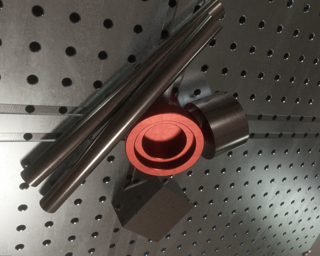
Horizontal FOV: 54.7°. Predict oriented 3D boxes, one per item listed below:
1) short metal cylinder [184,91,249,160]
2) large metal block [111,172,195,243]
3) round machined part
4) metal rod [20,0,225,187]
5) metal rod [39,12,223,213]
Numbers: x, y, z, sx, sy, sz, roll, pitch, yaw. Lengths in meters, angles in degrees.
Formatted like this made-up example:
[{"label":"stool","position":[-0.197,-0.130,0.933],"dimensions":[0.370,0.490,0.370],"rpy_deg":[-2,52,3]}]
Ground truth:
[{"label":"short metal cylinder","position":[0.073,-0.004,0.415],"dimensions":[0.050,0.080,0.079],"rpy_deg":[-21,127,-17]},{"label":"large metal block","position":[-0.010,0.114,0.462],"dimensions":[0.080,0.050,0.080],"rpy_deg":[-46,130,4]},{"label":"round machined part","position":[0.004,0.012,0.399],"dimensions":[0.099,0.042,0.097],"rpy_deg":[-3,124,-5]},{"label":"metal rod","position":[-0.043,-0.041,0.363],"dimensions":[0.300,0.025,0.025],"rpy_deg":[-42,130,1]},{"label":"metal rod","position":[-0.043,-0.006,0.358],"dimensions":[0.025,0.025,0.299],"rpy_deg":[31,109,-39]}]
